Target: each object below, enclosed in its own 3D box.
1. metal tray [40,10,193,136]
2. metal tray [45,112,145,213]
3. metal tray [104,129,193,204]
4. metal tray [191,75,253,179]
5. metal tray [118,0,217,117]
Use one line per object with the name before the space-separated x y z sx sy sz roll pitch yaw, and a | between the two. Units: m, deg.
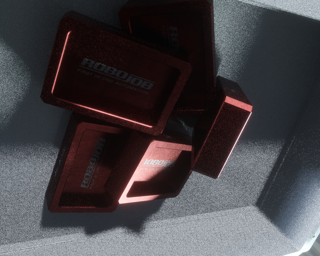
metal tray | -0.044 -0.051 0.318 0.131 0.030 0.089 17 118 -17
metal tray | -0.081 0.047 0.391 0.091 0.030 0.129 10 113 -33
metal tray | -0.001 0.051 0.409 0.131 0.030 0.090 12 111 -53
metal tray | 0.070 -0.008 0.379 0.030 0.130 0.089 22 110 -1
metal tray | 0.014 -0.073 0.338 0.090 0.030 0.129 0 126 13
